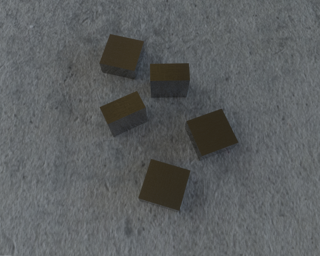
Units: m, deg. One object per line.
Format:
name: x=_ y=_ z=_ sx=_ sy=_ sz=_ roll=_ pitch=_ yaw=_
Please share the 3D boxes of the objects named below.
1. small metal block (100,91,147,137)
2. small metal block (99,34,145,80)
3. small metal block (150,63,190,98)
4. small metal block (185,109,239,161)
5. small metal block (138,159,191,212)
small metal block: x=-0.046 y=-0.017 z=0.401 sx=0.050 sy=0.050 sz=0.025 roll=-25 pitch=72 yaw=-9
small metal block: x=-0.053 y=-0.102 z=0.445 sx=0.050 sy=0.025 sz=0.050 roll=13 pitch=70 yaw=4
small metal block: x=0.012 y=-0.063 z=0.418 sx=0.050 sy=0.050 sz=0.025 roll=-1 pitch=70 yaw=-1
small metal block: x=0.066 y=0.009 z=0.406 sx=0.050 sy=0.025 sz=0.050 roll=-20 pitch=71 yaw=-8
small metal block: x=0.006 y=0.071 z=0.382 sx=0.050 sy=0.025 sz=0.050 roll=16 pitch=71 yaw=5
